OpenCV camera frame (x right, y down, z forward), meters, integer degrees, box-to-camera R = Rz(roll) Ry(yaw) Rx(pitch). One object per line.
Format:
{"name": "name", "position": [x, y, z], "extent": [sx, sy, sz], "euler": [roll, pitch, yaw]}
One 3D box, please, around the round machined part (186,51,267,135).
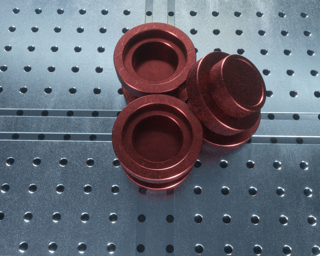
{"name": "round machined part", "position": [0.081, -0.044, 0.352], "extent": [0.099, 0.042, 0.098], "euler": [12, 66, -30]}

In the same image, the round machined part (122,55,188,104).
{"name": "round machined part", "position": [-0.004, -0.064, 0.427], "extent": [0.099, 0.042, 0.098], "euler": [0, 70, 0]}

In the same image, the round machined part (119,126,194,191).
{"name": "round machined part", "position": [-0.003, 0.029, 0.393], "extent": [0.099, 0.042, 0.098], "euler": [0, 70, 0]}

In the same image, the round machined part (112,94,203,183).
{"name": "round machined part", "position": [-0.003, 0.014, 0.352], "extent": [0.099, 0.042, 0.098], "euler": [0, 70, 0]}

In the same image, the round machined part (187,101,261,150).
{"name": "round machined part", "position": [0.085, -0.023, 0.412], "extent": [0.099, 0.042, 0.098], "euler": [0, 70, 0]}

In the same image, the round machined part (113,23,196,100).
{"name": "round machined part", "position": [-0.006, -0.078, 0.386], "extent": [0.099, 0.042, 0.098], "euler": [0, 70, 0]}
